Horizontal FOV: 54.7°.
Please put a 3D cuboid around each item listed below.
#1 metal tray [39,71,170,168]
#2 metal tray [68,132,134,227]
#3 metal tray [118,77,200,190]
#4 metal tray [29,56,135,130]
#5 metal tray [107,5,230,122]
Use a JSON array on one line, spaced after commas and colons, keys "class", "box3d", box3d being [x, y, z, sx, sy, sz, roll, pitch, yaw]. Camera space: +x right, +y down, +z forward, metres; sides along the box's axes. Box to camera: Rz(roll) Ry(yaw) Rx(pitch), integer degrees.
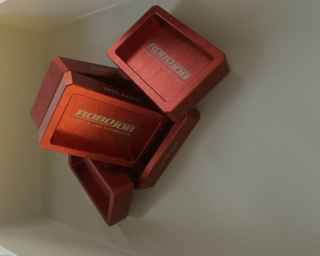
[{"class": "metal tray", "box3d": [-0.065, -0.004, 0.372, 0.089, 0.131, 0.030, -57, 34, 24]}, {"class": "metal tray", "box3d": [-0.091, 0.067, 0.451, 0.130, 0.030, 0.089, 47, 142, 29]}, {"class": "metal tray", "box3d": [-0.016, 0.006, 0.412, 0.090, 0.030, 0.129, 46, 117, 29]}, {"class": "metal tray", "box3d": [-0.090, -0.038, 0.407, 0.030, 0.131, 0.089, 48, 119, 30]}, {"class": "metal tray", "box3d": [0.006, -0.081, 0.372, 0.090, 0.030, 0.130, -44, 60, 2]}]
